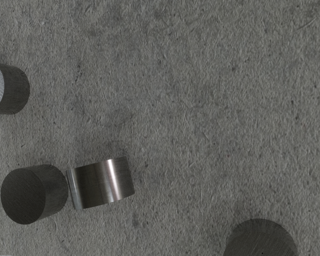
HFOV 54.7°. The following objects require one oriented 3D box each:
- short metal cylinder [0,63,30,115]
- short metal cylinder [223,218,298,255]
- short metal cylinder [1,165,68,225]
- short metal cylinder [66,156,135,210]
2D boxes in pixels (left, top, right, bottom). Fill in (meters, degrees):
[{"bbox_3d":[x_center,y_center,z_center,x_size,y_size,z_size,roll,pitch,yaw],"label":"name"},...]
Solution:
[{"bbox_3d":[-0.255,-0.061,0.486,0.080,0.050,0.080,0,90,20],"label":"short metal cylinder"},{"bbox_3d":[0.116,0.151,0.355,0.080,0.050,0.080,0,90,20],"label":"short metal cylinder"},{"bbox_3d":[-0.186,0.097,0.461,0.080,0.050,0.080,0,90,20],"label":"short metal cylinder"},{"bbox_3d":[-0.078,0.071,0.407,0.080,0.080,0.050,-16,85,19],"label":"short metal cylinder"}]
